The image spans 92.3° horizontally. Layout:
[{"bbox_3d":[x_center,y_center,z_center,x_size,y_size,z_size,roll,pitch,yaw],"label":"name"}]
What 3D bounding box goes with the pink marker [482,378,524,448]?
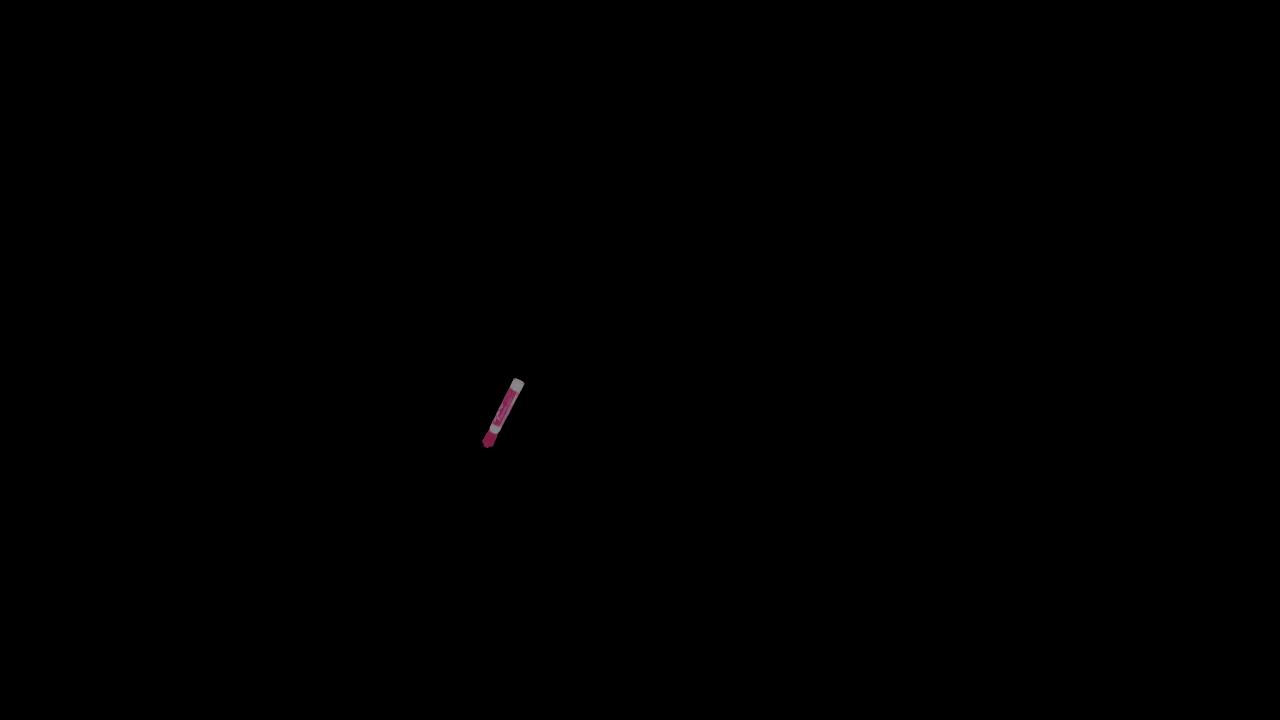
[{"bbox_3d":[-0.217,0.085,0.970,0.020,0.121,0.020,27,9,-5],"label":"pink marker"}]
